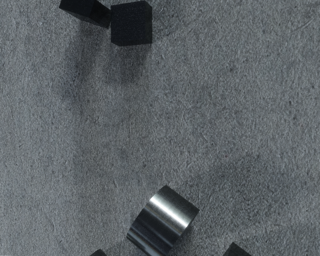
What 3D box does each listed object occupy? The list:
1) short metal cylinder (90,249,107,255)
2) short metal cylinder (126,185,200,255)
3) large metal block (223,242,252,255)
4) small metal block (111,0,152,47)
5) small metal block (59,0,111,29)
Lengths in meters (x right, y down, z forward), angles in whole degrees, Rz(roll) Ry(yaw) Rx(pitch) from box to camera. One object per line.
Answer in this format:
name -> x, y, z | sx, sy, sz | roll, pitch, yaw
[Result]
short metal cylinder -> -0.092, 0.210, 0.411 | 0.050, 0.080, 0.080 | 41, 103, 15
short metal cylinder -> 0.005, 0.117, 0.377 | 0.050, 0.080, 0.080 | 35, 101, 16
large metal block -> 0.095, 0.198, 0.362 | 0.080, 0.050, 0.080 | 34, 101, 16
small metal block -> -0.038, -0.141, 0.422 | 0.050, 0.025, 0.050 | 0, 90, 19
small metal block -> -0.101, -0.164, 0.430 | 0.050, 0.050, 0.025 | 23, 98, 18
